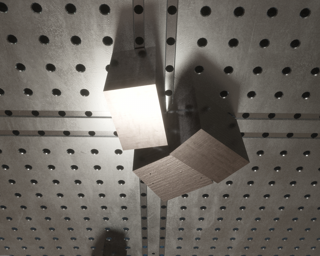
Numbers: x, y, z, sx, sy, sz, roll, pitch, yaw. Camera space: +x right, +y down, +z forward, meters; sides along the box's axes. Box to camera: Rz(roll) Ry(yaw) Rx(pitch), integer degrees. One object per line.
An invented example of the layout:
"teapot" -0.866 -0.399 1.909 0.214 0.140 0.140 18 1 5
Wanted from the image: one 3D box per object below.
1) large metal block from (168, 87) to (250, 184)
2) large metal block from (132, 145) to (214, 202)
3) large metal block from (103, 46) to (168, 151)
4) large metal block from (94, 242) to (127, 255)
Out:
"large metal block" 0.057 0.009 0.384 0.080 0.080 0.050 33 123 -25
"large metal block" 0.019 0.051 0.439 0.080 0.050 0.080 -26 126 20
"large metal block" -0.023 -0.034 0.347 0.050 0.080 0.080 -7 130 6
"large metal block" -0.108 0.292 0.623 0.050 0.080 0.080 22 127 -18
